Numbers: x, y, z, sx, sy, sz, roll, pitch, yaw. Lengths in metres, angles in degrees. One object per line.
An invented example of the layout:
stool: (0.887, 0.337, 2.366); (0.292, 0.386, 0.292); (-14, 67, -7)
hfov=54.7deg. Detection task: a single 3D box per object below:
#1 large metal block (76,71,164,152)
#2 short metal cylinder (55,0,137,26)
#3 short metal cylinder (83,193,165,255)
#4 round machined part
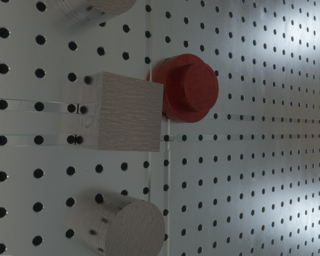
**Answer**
large metal block: (-0.045, -0.015, 0.355); (0.081, 0.050, 0.080); (6, 86, -40)
short metal cylinder: (-0.070, -0.157, 0.334); (0.081, 0.050, 0.080); (0, 90, -40)
short metal cylinder: (-0.041, 0.120, 0.359); (0.081, 0.050, 0.080); (0, 90, -40)
round machined part: (0.045, -0.056, 0.435); (0.099, 0.042, 0.097); (0, 90, -40)
